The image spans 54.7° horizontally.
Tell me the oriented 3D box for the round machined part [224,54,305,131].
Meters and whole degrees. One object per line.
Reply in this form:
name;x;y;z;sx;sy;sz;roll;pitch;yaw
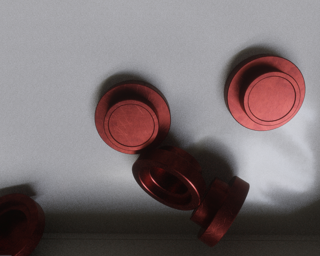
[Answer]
round machined part;0.133;-0.041;0.388;0.099;0.042;0.097;0;110;0

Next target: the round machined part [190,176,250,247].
round machined part;0.075;0.105;0.415;0.042;0.098;0.097;32;108;10

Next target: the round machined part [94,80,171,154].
round machined part;-0.035;-0.010;0.398;0.099;0.042;0.097;0;110;0

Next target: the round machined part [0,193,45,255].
round machined part;-0.207;0.145;0.433;0.098;0.098;0.042;-13;142;4

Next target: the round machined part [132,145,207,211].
round machined part;0.016;0.061;0.407;0.098;0.042;0.097;22;142;19
